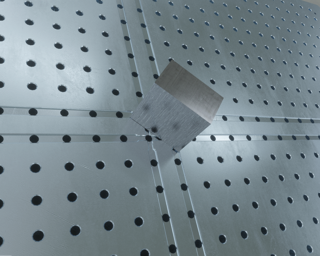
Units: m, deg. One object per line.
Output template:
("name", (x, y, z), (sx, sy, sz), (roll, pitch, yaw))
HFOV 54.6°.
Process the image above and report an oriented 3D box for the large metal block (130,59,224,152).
("large metal block", (0.020, -0.026, 0.399), (0.080, 0.080, 0.050), (36, 51, -5))
